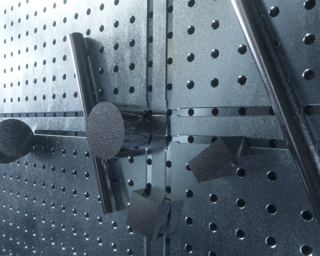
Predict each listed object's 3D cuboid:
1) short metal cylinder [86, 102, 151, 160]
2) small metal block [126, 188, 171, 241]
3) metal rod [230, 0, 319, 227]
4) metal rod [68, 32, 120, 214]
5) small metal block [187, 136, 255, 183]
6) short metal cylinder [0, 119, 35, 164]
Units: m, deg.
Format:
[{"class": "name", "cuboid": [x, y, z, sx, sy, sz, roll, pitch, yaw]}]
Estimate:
[{"class": "short metal cylinder", "cuboid": [-0.060, 0.004, 0.443, 0.080, 0.050, 0.080, 0, 90, 40]}, {"class": "small metal block", "cuboid": [-0.016, 0.116, 0.423, 0.050, 0.025, 0.050, 18, 101, 38]}, {"class": "metal rod", "cuboid": [0.118, -0.044, 0.311, 0.025, 0.025, 0.299, -27, 73, 37]}, {"class": "metal rod", "cuboid": [-0.108, -0.014, 0.498, 0.025, 0.025, 0.299, -23, 76, 38]}, {"class": "small metal block", "cuboid": [0.067, 0.033, 0.338, 0.050, 0.050, 0.025, -43, 64, 31]}, {"class": "short metal cylinder", "cuboid": [-0.303, 0.027, 0.625, 0.050, 0.081, 0.080, -24, 75, 37]}]
